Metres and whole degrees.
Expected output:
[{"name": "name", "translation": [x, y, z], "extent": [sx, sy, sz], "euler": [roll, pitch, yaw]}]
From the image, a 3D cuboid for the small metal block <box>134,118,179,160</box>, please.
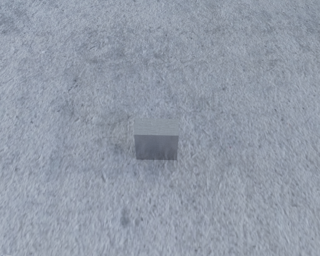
[{"name": "small metal block", "translation": [-0.004, 0.014, 0.375], "extent": [0.050, 0.050, 0.025], "euler": [1, 50, 0]}]
